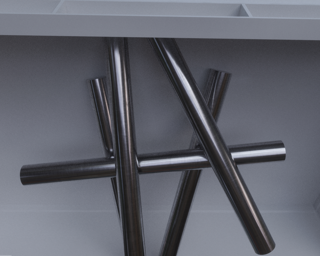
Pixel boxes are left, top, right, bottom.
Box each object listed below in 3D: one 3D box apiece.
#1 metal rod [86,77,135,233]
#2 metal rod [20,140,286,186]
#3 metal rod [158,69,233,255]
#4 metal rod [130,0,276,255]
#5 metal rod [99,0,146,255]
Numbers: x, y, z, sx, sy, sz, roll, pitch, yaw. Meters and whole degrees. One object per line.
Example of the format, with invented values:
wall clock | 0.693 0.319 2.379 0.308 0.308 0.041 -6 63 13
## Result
metal rod | -0.049 0.083 0.401 0.025 0.025 0.298 -8 106 6
metal rod | -0.009 0.041 0.362 0.302 0.025 0.025 -6 130 2
metal rod | 0.037 0.073 0.399 0.025 0.025 0.298 11 107 -10
metal rod | 0.050 0.005 0.328 0.025 0.025 0.299 -25 100 19
metal rod | -0.037 0.019 0.331 0.025 0.025 0.298 -4 101 2
